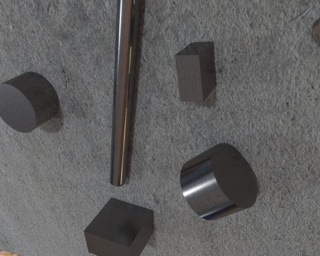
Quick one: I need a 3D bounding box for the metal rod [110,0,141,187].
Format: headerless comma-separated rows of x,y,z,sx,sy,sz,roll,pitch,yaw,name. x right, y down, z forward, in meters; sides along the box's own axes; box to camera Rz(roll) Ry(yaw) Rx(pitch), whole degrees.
-0.049,-0.037,0.407,0.025,0.025,0.298,20,126,16,metal rod

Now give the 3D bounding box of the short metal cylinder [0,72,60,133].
-0.202,-0.039,0.470,0.080,0.050,0.079,13,124,20,short metal cylinder

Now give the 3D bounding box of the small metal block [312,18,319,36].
0.169,-0.088,0.263,0.050,0.025,0.050,43,129,-2,small metal block

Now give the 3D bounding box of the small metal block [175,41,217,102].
0.040,-0.061,0.331,0.025,0.050,0.050,5,121,26,small metal block

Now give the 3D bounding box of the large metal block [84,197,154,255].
-0.064,0.169,0.508,0.080,0.080,0.050,11,123,22,large metal block

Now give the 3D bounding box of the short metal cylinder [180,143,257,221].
0.071,0.065,0.373,0.080,0.080,0.050,49,128,-7,short metal cylinder
